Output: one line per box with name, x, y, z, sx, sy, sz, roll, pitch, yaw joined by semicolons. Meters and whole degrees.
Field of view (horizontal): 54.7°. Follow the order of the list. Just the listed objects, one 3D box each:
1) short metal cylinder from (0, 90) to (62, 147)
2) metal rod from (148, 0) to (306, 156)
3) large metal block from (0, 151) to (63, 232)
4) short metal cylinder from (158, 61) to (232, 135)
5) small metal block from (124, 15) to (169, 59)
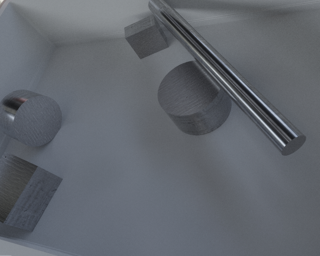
short metal cylinder;-0.203;-0.016;0.484;0.050;0.080;0.080;18;71;35
metal rod;0.055;-0.084;0.363;0.025;0.025;0.300;-35;51;5
large metal block;-0.200;0.088;0.438;0.080;0.050;0.080;14;69;33
short metal cylinder;0.044;-0.037;0.389;0.080;0.050;0.080;-13;56;20
small metal block;-0.021;-0.142;0.486;0.050;0.050;0.025;-20;55;16
